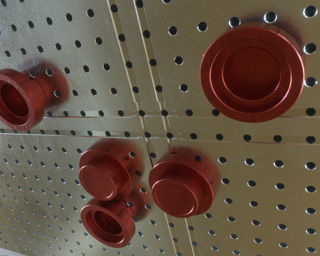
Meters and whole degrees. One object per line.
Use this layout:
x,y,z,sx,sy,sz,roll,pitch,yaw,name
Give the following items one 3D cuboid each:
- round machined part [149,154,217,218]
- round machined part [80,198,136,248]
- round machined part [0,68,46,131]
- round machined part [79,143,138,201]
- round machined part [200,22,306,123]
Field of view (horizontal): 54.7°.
0.028,0.088,0.439,0.098,0.042,0.097,13,124,20,round machined part
-0.086,0.158,0.541,0.098,0.042,0.097,13,124,20,round machined part
-0.220,-0.047,0.484,0.098,0.042,0.097,13,124,20,round machined part
-0.089,0.076,0.492,0.098,0.042,0.097,13,124,20,round machined part
0.094,-0.058,0.315,0.098,0.042,0.097,13,124,20,round machined part
